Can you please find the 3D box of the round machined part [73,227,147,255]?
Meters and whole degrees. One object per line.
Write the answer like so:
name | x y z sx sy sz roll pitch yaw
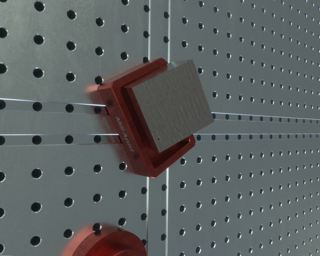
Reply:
round machined part | -0.052 0.169 0.356 0.099 0.042 0.097 0 90 -40

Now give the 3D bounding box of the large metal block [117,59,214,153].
large metal block | 0.007 -0.028 0.371 0.081 0.050 0.080 -29 109 -20

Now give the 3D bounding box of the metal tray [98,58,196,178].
metal tray | -0.011 -0.013 0.398 0.091 0.030 0.129 -35 112 -35
